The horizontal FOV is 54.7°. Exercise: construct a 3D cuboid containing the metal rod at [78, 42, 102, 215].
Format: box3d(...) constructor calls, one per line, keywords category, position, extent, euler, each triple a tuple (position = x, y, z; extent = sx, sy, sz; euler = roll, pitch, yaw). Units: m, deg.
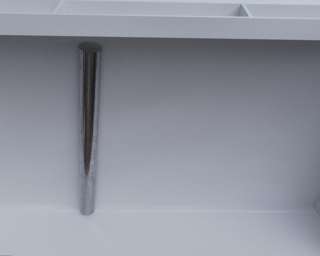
box3d(category="metal rod", position=(-0.099, 0.025, 0.428), extent=(0.025, 0.025, 0.298), euler=(7, 130, -6))
